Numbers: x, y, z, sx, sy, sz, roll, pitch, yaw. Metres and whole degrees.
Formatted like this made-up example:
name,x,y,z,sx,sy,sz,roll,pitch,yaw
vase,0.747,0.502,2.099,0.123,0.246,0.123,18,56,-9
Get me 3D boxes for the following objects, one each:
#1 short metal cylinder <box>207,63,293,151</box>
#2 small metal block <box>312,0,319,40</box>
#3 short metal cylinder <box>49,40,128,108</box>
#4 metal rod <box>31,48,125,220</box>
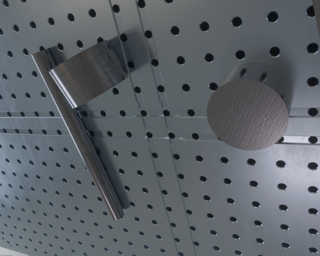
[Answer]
name,x,y,z,sx,sy,sz,roll,pitch,yaw
short metal cylinder,0.096,-0.023,0.330,0.080,0.050,0.079,13,124,21
small metal block,0.160,-0.105,0.262,0.050,0.025,0.050,-9,114,32
short metal cylinder,-0.086,-0.066,0.380,0.080,0.080,0.050,-19,108,35
metal rod,-0.121,0.023,0.489,0.025,0.025,0.298,-6,116,31
